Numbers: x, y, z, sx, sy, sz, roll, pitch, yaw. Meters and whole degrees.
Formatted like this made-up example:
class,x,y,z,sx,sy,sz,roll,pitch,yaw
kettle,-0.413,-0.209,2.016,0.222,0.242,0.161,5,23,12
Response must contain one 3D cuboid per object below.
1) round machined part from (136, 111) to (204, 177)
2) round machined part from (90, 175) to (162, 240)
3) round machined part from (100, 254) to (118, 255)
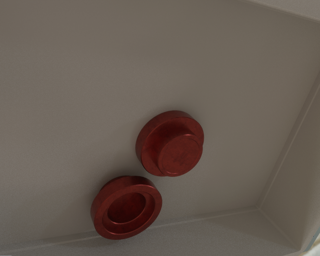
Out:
class,x,y,z,sx,sy,sz,roll,pitch,yaw
round machined part,0.020,0.028,0.428,0.099,0.042,0.097,-14,125,-21
round machined part,-0.050,0.107,0.438,0.099,0.042,0.097,-14,125,-21
round machined part,-0.088,0.247,0.506,0.099,0.042,0.097,-14,125,-21
